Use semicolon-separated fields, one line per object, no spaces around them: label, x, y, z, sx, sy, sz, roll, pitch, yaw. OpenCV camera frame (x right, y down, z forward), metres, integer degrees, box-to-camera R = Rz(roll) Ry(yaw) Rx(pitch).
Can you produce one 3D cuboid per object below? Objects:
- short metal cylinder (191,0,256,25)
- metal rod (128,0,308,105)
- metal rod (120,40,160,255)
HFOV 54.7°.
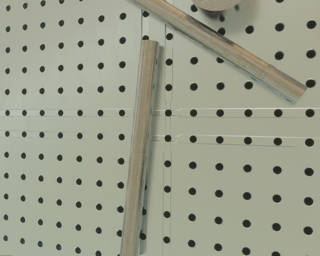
short metal cylinder;0.076;-0.172;0.372;0.080;0.050;0.079;0;90;19
metal rod;0.046;-0.123;0.395;0.300;0.025;0.025;37;102;16
metal rod;-0.028;0.033;0.421;0.025;0.025;0.298;7;92;19
